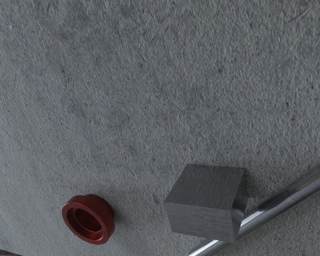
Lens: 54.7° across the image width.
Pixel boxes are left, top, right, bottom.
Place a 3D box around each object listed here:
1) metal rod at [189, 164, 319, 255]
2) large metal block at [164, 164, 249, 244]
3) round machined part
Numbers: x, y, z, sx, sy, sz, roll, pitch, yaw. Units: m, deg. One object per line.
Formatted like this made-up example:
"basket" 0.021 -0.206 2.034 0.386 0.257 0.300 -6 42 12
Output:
"metal rod" 0.129 0.119 0.411 0.025 0.025 0.298 39 129 1
"large metal block" 0.062 0.091 0.394 0.080 0.080 0.050 1 119 27
"round machined part" -0.123 0.158 0.556 0.098 0.042 0.097 13 124 20
